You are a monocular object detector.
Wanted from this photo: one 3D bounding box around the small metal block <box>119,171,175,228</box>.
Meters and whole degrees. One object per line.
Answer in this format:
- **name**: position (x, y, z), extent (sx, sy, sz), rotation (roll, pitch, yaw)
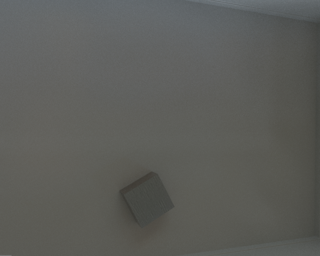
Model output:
- **small metal block**: position (-0.017, 0.092, 0.404), extent (0.050, 0.025, 0.050), rotation (-29, 100, -18)
